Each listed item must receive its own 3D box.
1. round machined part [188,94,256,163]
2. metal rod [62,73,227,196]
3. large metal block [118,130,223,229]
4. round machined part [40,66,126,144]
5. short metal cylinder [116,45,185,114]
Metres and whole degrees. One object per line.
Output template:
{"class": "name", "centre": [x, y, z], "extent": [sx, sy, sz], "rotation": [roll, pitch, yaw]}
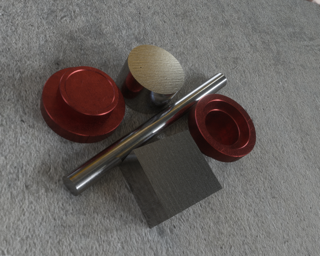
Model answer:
{"class": "round machined part", "centre": [0.082, 0.004, 0.436], "extent": [0.099, 0.042, 0.098], "rotation": [14, 56, -21]}
{"class": "metal rod", "centre": [0.003, -0.009, 0.413], "extent": [0.025, 0.025, 0.302], "rotation": [49, 51, 6]}
{"class": "large metal block", "centre": [0.011, 0.058, 0.361], "extent": [0.081, 0.050, 0.080], "rotation": [-19, 72, -35]}
{"class": "round machined part", "centre": [-0.087, -0.034, 0.368], "extent": [0.099, 0.042, 0.098], "rotation": [14, 56, -21]}
{"class": "short metal cylinder", "centre": [-0.014, -0.065, 0.421], "extent": [0.081, 0.050, 0.080], "rotation": [14, 56, -21]}
